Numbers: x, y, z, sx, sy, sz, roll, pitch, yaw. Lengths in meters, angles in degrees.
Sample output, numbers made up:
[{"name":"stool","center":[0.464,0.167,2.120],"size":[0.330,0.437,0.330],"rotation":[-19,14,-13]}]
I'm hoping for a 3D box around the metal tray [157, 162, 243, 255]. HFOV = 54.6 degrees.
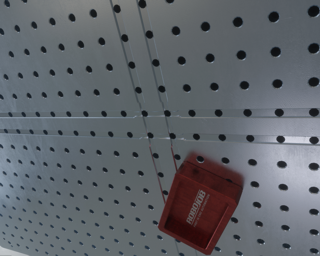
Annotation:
[{"name":"metal tray","center":[0.054,0.120,0.454],"size":[0.090,0.030,0.129],"rotation":[24,127,13]}]
